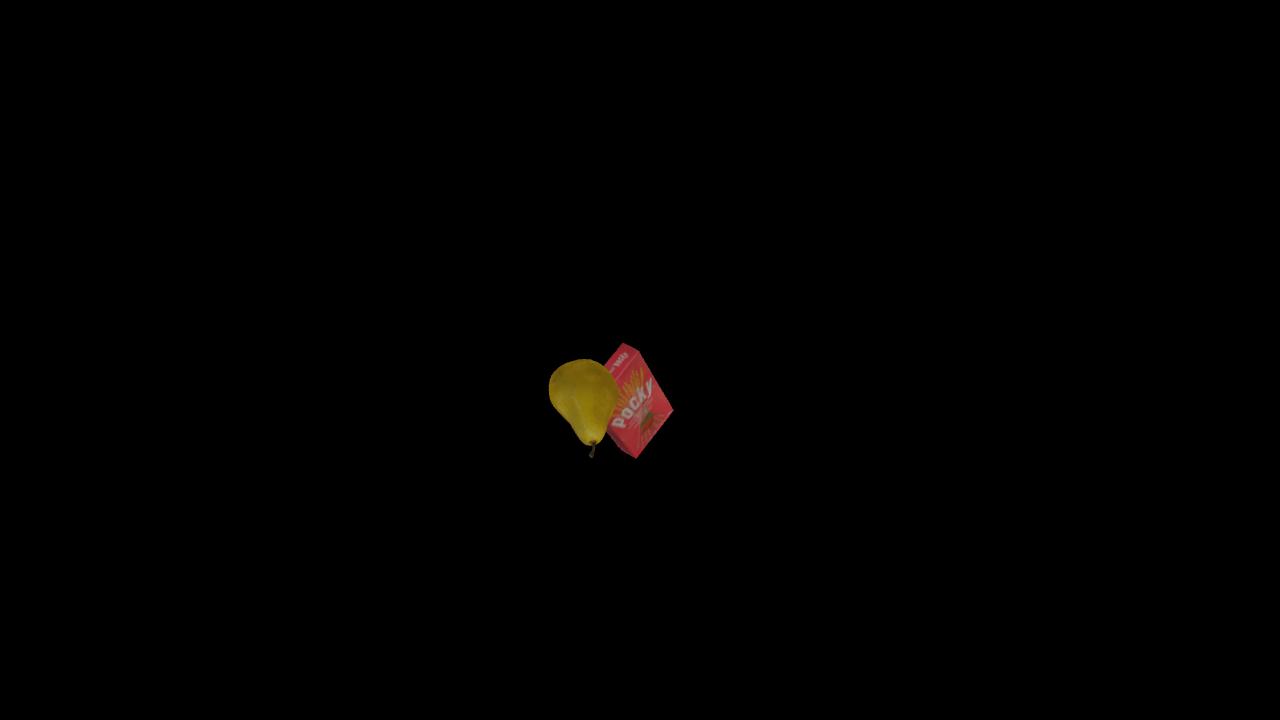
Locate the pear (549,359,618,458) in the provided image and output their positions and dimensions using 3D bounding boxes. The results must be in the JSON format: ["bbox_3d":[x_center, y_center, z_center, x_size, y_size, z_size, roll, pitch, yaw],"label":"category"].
[{"bbox_3d":[-0.054,0.055,0.661,0.080,0.111,0.080,-16,-25,-8],"label":"pear"}]

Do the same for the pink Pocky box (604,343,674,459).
[{"bbox_3d":[-0.012,0.053,0.743,0.029,0.084,0.155,29,-17,32],"label":"pink Pocky box"}]
